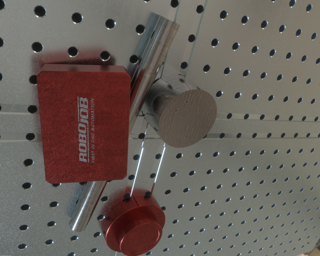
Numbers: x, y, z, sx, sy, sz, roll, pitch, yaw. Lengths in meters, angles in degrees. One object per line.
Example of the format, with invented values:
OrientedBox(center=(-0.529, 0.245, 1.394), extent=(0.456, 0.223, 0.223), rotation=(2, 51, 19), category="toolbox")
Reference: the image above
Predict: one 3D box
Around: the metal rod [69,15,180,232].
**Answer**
OrientedBox(center=(-0.052, 0.008, 0.387), extent=(0.025, 0.025, 0.298), rotation=(14, 111, -34), category="metal rod")

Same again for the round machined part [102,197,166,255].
OrientedBox(center=(-0.035, 0.157, 0.478), extent=(0.099, 0.042, 0.097), rotation=(-14, 124, -21), category="round machined part")

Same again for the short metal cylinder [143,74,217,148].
OrientedBox(center=(0.024, -0.022, 0.395), extent=(0.081, 0.050, 0.079), rotation=(-14, 124, -21), category="short metal cylinder")

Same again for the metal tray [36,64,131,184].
OrientedBox(center=(-0.081, -0.003, 0.343), extent=(0.091, 0.030, 0.129), rotation=(-1, 115, -14), category="metal tray")
